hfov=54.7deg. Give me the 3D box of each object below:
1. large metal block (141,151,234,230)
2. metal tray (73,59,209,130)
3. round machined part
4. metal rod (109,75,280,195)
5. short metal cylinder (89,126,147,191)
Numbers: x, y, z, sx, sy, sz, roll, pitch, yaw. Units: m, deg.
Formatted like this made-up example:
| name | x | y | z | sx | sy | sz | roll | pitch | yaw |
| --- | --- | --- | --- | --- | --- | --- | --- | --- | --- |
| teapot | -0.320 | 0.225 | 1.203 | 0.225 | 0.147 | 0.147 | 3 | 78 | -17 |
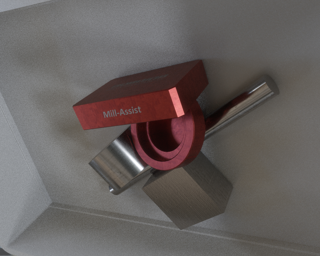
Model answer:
| name | x | y | z | sx | sy | sz | roll | pitch | yaw |
| --- | --- | --- | --- | --- | --- | --- | --- | --- | --- |
| large metal block | 0.037 | 0.081 | 0.418 | 0.080 | 0.050 | 0.080 | 48 | 129 | -6 |
| metal tray | -0.021 | -0.037 | 0.350 | 0.130 | 0.090 | 0.030 | -7 | 115 | 30 |
| round machined part | 0.014 | -0.001 | 0.369 | 0.098 | 0.042 | 0.097 | 4 | 96 | 42 |
| metal rod | 0.021 | 0.026 | 0.410 | 0.025 | 0.025 | 0.299 | 48 | 128 | -6 |
| short metal cylinder | -0.049 | 0.038 | 0.419 | 0.050 | 0.080 | 0.080 | 48 | 129 | -5 |
